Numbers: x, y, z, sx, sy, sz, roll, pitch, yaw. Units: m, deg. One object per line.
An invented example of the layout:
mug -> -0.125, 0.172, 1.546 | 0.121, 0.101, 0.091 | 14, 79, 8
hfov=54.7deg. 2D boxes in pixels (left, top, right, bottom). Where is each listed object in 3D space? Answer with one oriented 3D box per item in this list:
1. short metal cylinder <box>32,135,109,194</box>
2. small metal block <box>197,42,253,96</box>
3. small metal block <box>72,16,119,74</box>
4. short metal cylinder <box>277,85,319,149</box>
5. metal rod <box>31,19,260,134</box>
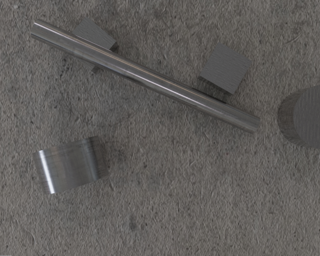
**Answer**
short metal cylinder -> -0.109, 0.044, 0.382 | 0.080, 0.080, 0.050 | -16, 90, 0
small metal block -> 0.085, -0.077, 0.411 | 0.050, 0.025, 0.050 | 30, 90, 0
small metal block -> -0.091, -0.109, 0.409 | 0.050, 0.025, 0.050 | 40, 90, 0
short metal cylinder -> 0.201, -0.013, 0.399 | 0.081, 0.050, 0.080 | 0, 90, 0
metal rod -> -0.012, -0.062, 0.392 | 0.301, 0.025, 0.025 | 23, 90, -7
